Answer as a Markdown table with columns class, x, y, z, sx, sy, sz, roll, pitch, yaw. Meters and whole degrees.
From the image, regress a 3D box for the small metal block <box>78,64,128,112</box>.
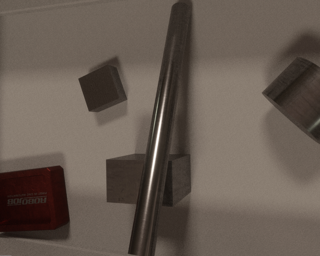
| class | x | y | z | sx | sy | sz | roll | pitch | yaw |
| --- | --- | --- | --- | --- | --- | --- | --- | --- | --- |
| small metal block | -0.081 | -0.055 | 0.438 | 0.050 | 0.025 | 0.050 | -21 | 83 | 18 |

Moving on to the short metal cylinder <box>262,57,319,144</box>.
| class | x | y | z | sx | sy | sz | roll | pitch | yaw |
| --- | --- | --- | --- | --- | --- | --- | --- | --- | --- |
| short metal cylinder | 0.156 | -0.029 | 0.326 | 0.080 | 0.080 | 0.050 | 46 | 104 | 14 |

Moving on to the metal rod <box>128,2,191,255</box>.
| class | x | y | z | sx | sy | sz | roll | pitch | yaw |
| --- | --- | --- | --- | --- | --- | --- | --- | --- | --- |
| metal rod | 0.005 | -0.017 | 0.346 | 0.025 | 0.025 | 0.299 | 1 | 67 | 19 |

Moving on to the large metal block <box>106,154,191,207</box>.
| class | x | y | z | sx | sy | sz | roll | pitch | yaw |
| --- | --- | --- | --- | --- | --- | --- | --- | --- | --- |
| large metal block | -0.011 | 0.061 | 0.384 | 0.080 | 0.080 | 0.050 | -1 | 90 | 19 |

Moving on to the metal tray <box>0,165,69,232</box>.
| class | x | y | z | sx | sy | sz | roll | pitch | yaw |
| --- | --- | --- | --- | --- | --- | --- | --- | --- | --- |
| metal tray | -0.208 | 0.110 | 0.479 | 0.130 | 0.030 | 0.089 | -9 | 87 | 19 |
